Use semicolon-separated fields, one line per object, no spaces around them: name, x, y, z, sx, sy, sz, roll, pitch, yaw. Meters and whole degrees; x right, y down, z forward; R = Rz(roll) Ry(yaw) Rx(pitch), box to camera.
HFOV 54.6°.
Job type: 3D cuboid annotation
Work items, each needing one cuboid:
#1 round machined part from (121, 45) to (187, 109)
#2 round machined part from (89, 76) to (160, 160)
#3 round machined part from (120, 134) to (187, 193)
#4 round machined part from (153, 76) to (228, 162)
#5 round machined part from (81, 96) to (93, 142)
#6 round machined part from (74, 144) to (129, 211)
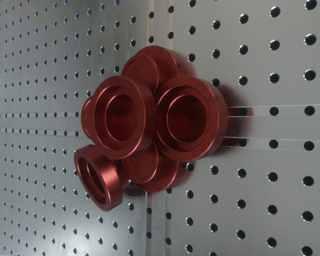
round machined part;-0.015;-0.061;0.412;0.098;0.042;0.097;0;90;40
round machined part;-0.040;-0.012;0.376;0.098;0.042;0.097;0;90;40
round machined part;-0.015;0.037;0.412;0.098;0.042;0.097;0;90;40
round machined part;0.037;-0.011;0.368;0.098;0.042;0.097;0;90;40
round machined part;-0.082;-0.015;0.467;0.098;0.042;0.097;0;90;40
round machined part;-0.081;0.067;0.450;0.098;0.042;0.097;34;137;38
